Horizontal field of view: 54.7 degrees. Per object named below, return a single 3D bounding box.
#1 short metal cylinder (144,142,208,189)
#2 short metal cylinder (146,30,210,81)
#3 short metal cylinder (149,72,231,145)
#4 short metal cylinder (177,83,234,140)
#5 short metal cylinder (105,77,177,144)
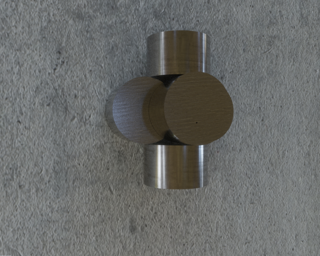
[{"bbox_3d":[0.020,0.044,0.390,0.081,0.080,0.050,0,90,-20],"label":"short metal cylinder"},{"bbox_3d":[0.023,-0.086,0.391,0.081,0.080,0.050,0,90,-20],"label":"short metal cylinder"},{"bbox_3d":[0.033,-0.021,0.356,0.081,0.050,0.079,0,90,-21],"label":"short metal cylinder"},{"bbox_3d":[0.050,-0.022,0.417,0.081,0.050,0.079,0,90,-21],"label":"short metal cylinder"},{"bbox_3d":[-0.025,-0.021,0.388,0.081,0.050,0.079,0,90,-21],"label":"short metal cylinder"}]
